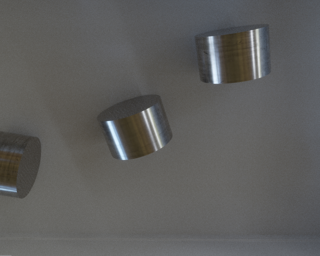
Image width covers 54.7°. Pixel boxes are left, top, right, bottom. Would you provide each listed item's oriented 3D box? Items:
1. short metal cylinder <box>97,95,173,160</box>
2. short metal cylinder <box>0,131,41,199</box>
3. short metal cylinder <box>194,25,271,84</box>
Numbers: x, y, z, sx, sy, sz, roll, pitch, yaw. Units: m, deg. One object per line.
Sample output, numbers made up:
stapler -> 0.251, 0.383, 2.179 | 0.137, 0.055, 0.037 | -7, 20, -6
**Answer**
short metal cylinder -> -0.030, -0.003, 0.380 | 0.080, 0.080, 0.050 | -16, 110, 6
short metal cylinder -> -0.193, 0.046, 0.397 | 0.050, 0.080, 0.079 | 10, 110, -4
short metal cylinder -> 0.082, -0.085, 0.351 | 0.080, 0.080, 0.050 | -9, 110, 3
